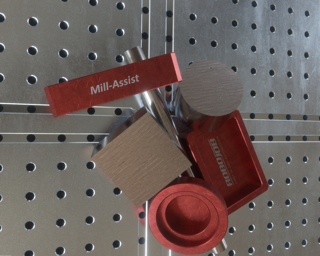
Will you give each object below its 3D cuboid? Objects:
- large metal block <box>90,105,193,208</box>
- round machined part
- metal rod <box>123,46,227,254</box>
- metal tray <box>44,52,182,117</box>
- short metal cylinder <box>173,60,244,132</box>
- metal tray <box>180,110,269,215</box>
[{"bbox_3d":[-0.022,0.032,0.368,0.080,0.050,0.080,-39,104,3],"label":"large metal block"},{"bbox_3d":[0.036,0.108,0.398,0.098,0.042,0.097,2,104,9],"label":"round machined part"},{"bbox_3d":[0.024,0.035,0.417,0.025,0.025,0.299,-27,99,-18],"label":"metal rod"},{"bbox_3d":[-0.049,-0.047,0.341,0.131,0.090,0.030,-17,98,-5],"label":"metal tray"},{"bbox_3d":[0.060,-0.041,0.402,0.081,0.050,0.080,3,66,-7],"label":"short metal cylinder"},{"bbox_3d":[0.091,0.048,0.440,0.091,0.030,0.129,-27,99,-18],"label":"metal tray"}]
